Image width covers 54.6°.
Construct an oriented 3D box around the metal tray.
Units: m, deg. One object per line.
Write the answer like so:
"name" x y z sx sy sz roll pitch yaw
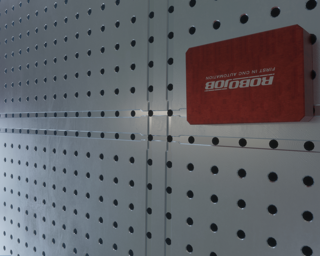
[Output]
"metal tray" 0.090 -0.050 0.333 0.130 0.030 0.090 -1 89 40
